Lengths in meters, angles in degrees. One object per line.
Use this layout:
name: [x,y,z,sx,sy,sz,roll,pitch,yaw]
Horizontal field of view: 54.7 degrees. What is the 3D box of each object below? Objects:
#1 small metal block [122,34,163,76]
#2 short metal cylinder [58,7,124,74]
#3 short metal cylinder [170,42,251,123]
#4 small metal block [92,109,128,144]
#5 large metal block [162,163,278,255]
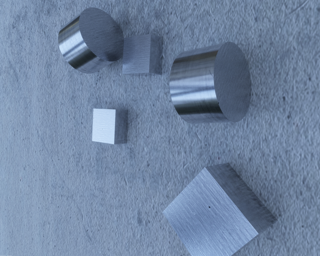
small metal block: [-0.024,-0.098,0.425,0.050,0.025,0.050,5,93,40]
short metal cylinder: [-0.098,-0.125,0.450,0.050,0.081,0.080,-18,79,39]
short metal cylinder: [0.055,-0.045,0.324,0.050,0.081,0.080,-2,89,40]
small metal block: [-0.076,-0.003,0.468,0.050,0.025,0.050,5,93,40]
large metal block: [0.062,0.096,0.337,0.080,0.050,0.080,52,120,27]
